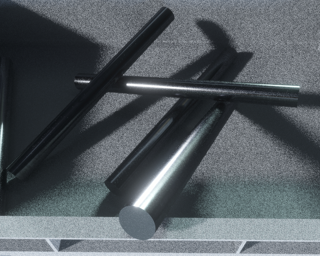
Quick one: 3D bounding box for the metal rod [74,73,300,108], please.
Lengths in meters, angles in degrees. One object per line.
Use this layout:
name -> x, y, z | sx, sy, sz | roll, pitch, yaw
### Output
metal rod -> 0.017, -0.052, 0.403 | 0.301, 0.025, 0.025 | 7, 49, 23

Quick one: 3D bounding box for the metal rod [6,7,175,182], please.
metal rod -> -0.078, -0.056, 0.406 | 0.025, 0.025, 0.301 | 31, 70, 23

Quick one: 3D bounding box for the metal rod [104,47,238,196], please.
metal rod -> 0.032, -0.027, 0.428 | 0.025, 0.025, 0.301 | 28, 55, 21

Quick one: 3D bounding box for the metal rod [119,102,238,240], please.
metal rod -> 0.045, 0.007, 0.318 | 0.025, 0.025, 0.301 | 21, 27, 16

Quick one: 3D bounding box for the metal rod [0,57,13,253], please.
metal rod -> -0.206, 0.009, 0.394 | 0.025, 0.025, 0.300 | -11, 51, -10
